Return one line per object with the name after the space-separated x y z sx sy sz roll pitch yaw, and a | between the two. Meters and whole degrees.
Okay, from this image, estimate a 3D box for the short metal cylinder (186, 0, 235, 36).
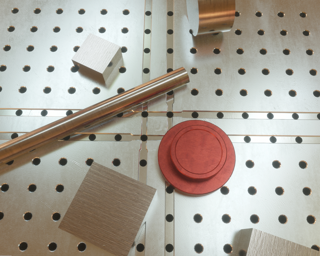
0.071 -0.177 0.448 0.050 0.080 0.080 -9 70 -3 | short metal cylinder

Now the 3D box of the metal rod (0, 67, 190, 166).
-0.100 -0.013 0.415 0.302 0.025 0.025 -25 72 -9 | metal rod

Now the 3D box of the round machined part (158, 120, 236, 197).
0.047 0.035 0.390 0.099 0.042 0.098 0 70 0 | round machined part

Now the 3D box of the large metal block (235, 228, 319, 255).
0.125 0.164 0.339 0.080 0.050 0.080 18 71 6 | large metal block

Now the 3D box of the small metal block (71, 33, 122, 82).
-0.090 -0.102 0.448 0.050 0.025 0.050 26 72 9 | small metal block

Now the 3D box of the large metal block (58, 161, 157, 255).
-0.056 0.096 0.363 0.080 0.050 0.080 22 72 8 | large metal block
